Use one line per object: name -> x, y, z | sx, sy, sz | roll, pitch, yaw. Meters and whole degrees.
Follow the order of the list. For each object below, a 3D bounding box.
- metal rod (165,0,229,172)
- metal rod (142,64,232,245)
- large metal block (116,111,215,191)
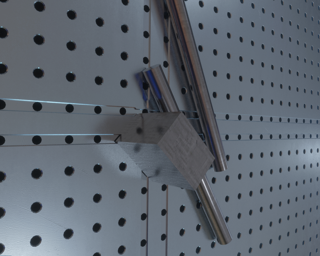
metal rod -> 0.053, -0.074, 0.455 | 0.025, 0.025, 0.298 | -29, 108, -37
metal rod -> 0.047, 0.051, 0.450 | 0.025, 0.025, 0.299 | -38, 113, -34
large metal block -> 0.007, 0.027, 0.381 | 0.080, 0.080, 0.050 | 52, 59, -28
